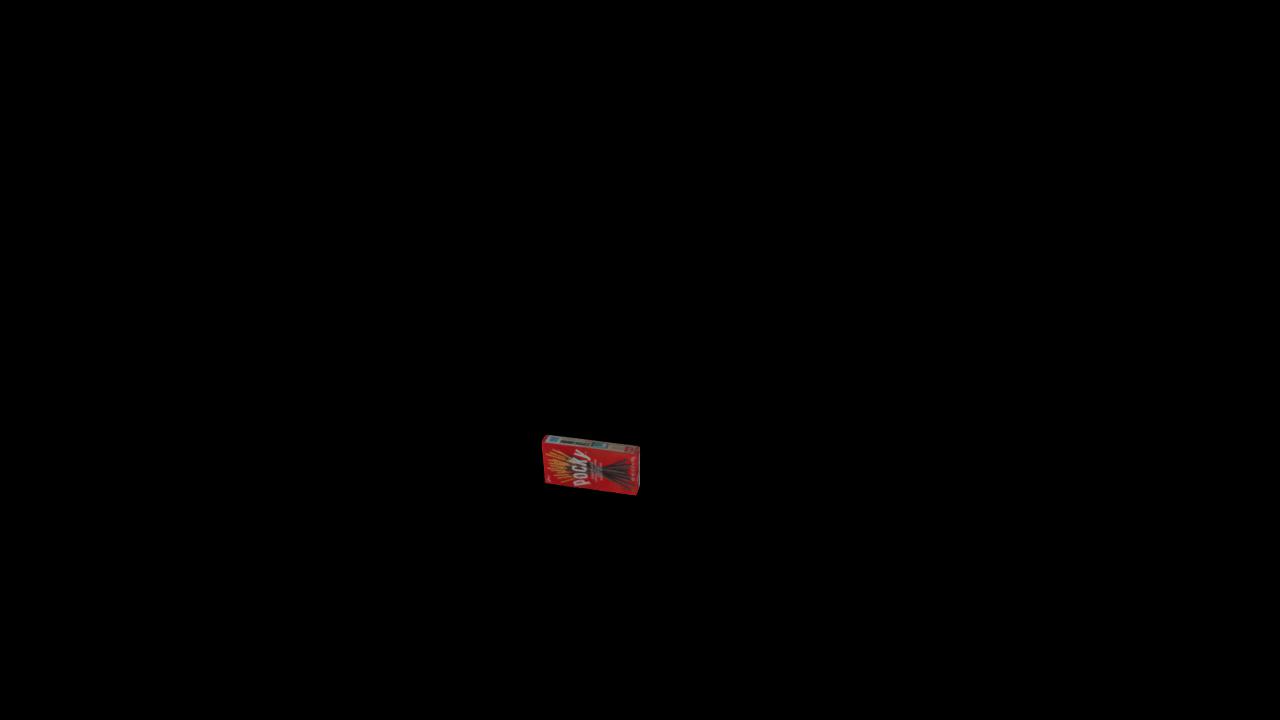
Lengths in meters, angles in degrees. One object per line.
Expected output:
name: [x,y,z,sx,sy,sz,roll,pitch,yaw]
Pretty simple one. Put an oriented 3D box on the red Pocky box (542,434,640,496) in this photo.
red Pocky box: [-0.077,0.166,0.968,0.155,0.083,0.028,5,29,11]
